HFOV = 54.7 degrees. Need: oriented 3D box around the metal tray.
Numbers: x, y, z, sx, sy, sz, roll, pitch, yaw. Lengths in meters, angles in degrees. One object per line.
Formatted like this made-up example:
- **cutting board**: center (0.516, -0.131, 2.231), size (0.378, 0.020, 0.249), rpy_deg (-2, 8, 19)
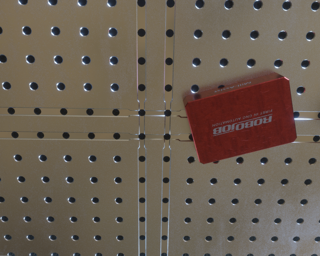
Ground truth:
- **metal tray**: center (0.105, -0.012, 0.408), size (0.131, 0.030, 0.089), rpy_deg (-15, 110, 5)
